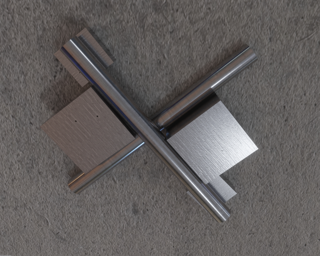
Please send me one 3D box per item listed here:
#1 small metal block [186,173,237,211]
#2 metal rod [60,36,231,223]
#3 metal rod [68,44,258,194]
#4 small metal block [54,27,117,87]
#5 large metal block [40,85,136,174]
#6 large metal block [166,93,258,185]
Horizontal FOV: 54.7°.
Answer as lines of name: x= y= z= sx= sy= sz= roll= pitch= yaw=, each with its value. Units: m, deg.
small metal block: x=0.072 y=0.086 z=0.444 sx=0.050 sy=0.025 sz=0.050 roll=-41 pitch=105 yaw=13
metal rod: x=-0.008 y=0.013 z=0.388 sx=0.025 sy=0.025 sz=0.300 roll=-38 pitch=106 yaw=12
metal rod: x=-0.005 y=-0.005 z=0.410 sx=0.300 sy=0.025 sz=0.025 roll=-37 pitch=106 yaw=12
small metal block: x=-0.090 y=-0.087 z=0.379 sx=0.050 sy=0.025 sz=0.050 roll=-36 pitch=107 yaw=12
large metal block: x=-0.086 y=-0.003 z=0.394 sx=0.080 sy=0.050 sz=0.080 roll=-35 pitch=107 yaw=12
large metal block: x=0.065 y=0.012 z=0.402 sx=0.080 sy=0.050 sz=0.080 roll=-37 pitch=106 yaw=12
